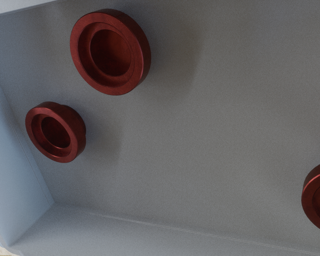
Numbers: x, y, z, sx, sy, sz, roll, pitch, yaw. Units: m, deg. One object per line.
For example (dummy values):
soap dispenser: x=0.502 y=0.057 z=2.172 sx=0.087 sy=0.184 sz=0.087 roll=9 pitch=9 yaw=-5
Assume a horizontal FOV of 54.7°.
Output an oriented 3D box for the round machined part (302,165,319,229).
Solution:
round machined part: x=0.207 y=0.071 z=0.331 sx=0.098 sy=0.042 sz=0.097 roll=15 pitch=125 yaw=22

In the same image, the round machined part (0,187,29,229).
round machined part: x=-0.328 y=0.169 z=0.678 sx=0.098 sy=0.042 sz=0.097 roll=13 pitch=124 yaw=21

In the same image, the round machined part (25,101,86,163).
round machined part: x=-0.155 y=0.003 z=0.481 sx=0.098 sy=0.042 sz=0.097 roll=13 pitch=124 yaw=21

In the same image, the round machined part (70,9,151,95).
round machined part: x=-0.054 y=-0.092 z=0.370 sx=0.098 sy=0.042 sz=0.097 roll=13 pitch=124 yaw=21
